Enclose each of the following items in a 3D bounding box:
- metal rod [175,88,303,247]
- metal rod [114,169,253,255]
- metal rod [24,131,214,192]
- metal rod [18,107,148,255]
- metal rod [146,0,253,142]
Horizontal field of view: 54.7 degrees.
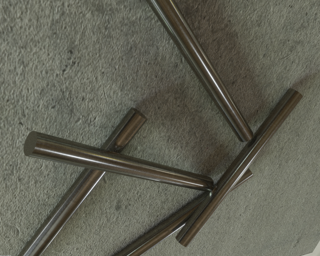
[{"bbox_3d":[0.125,0.064,0.495,0.025,0.025,0.299,35,92,-39],"label":"metal rod"},{"bbox_3d":[0.028,0.156,0.518,0.301,0.025,0.025,-33,129,-7],"label":"metal rod"},{"bbox_3d":[-0.023,0.053,0.400,0.302,0.025,0.025,21,107,-45],"label":"metal rod"},{"bbox_3d":[-0.117,0.098,0.403,0.025,0.025,0.299,32,101,-38],"label":"metal rod"},{"bbox_3d":[0.056,-0.073,0.391,0.025,0.025,0.300,-42,130,1],"label":"metal rod"}]
